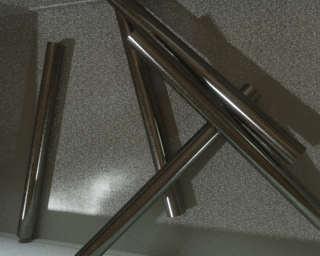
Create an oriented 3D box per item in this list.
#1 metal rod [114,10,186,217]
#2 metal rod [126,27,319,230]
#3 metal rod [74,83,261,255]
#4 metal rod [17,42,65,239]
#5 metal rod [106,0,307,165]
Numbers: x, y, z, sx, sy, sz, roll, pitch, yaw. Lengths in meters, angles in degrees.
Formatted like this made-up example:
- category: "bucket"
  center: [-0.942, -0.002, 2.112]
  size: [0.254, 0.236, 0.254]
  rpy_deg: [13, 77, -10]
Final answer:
- category: "metal rod"
  center: [-0.016, -0.032, 0.415]
  size: [0.025, 0.025, 0.298]
  rpy_deg: [-16, 85, 19]
- category: "metal rod"
  center: [0.078, 0.000, 0.349]
  size: [0.300, 0.025, 0.025]
  rpy_deg: [44, 104, 1]
- category: "metal rod"
  center: [0.007, 0.062, 0.380]
  size: [0.300, 0.025, 0.025]
  rpy_deg: [-45, 76, 3]
- category: "metal rod"
  center: [-0.183, 0.020, 0.472]
  size: [0.025, 0.025, 0.298]
  rpy_deg: [12, 94, 19]
- category: "metal rod"
  center: [0.042, -0.072, 0.364]
  size: [0.300, 0.025, 0.025]
  rpy_deg: [45, 104, 15]
